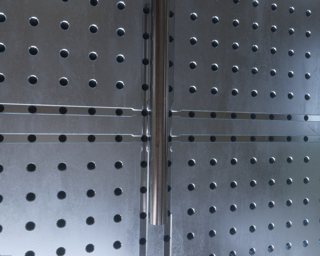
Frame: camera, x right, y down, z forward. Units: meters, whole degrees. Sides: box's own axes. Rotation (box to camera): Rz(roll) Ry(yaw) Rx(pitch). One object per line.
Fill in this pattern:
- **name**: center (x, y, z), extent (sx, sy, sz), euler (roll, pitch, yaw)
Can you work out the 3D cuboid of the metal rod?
- **metal rod**: center (-0.001, -0.024, 0.412), extent (0.025, 0.025, 0.298), euler (1, 90, -20)
